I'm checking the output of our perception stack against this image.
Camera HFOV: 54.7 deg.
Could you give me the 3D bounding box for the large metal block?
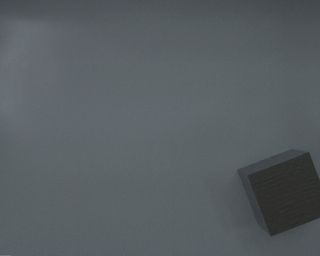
[{"bbox_3d":[0.158,0.080,0.401,0.080,0.050,0.080,-21,90,-1],"label":"large metal block"}]
